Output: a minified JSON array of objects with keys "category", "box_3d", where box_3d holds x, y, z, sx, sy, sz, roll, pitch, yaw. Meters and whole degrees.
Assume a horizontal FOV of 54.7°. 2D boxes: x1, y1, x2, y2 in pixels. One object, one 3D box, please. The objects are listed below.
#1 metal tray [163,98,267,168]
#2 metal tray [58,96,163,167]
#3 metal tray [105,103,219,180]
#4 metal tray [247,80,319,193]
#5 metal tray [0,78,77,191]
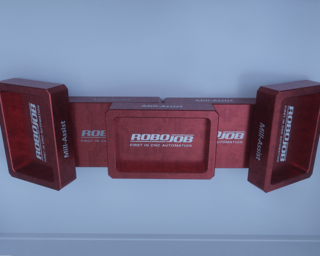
[{"category":"metal tray","box_3d":[0.069,0.007,0.411,0.131,0.030,0.089,0,110,0]},{"category":"metal tray","box_3d":[-0.062,0.006,0.409,0.131,0.030,0.089,0,110,0]},{"category":"metal tray","box_3d":[0.002,0.016,0.381,0.131,0.030,0.089,1,110,0]},{"category":"metal tray","box_3d":[0.160,0.009,0.391,0.091,0.030,0.129,-11,113,-27]},{"category":"metal tray","box_3d":[-0.155,0.007,0.389,0.090,0.030,0.129,10,112,23]}]
